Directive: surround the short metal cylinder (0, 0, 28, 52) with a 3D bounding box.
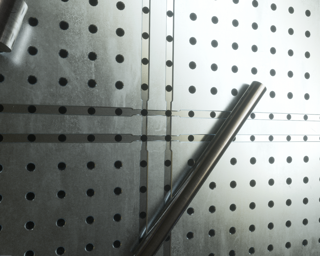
[{"bbox_3d":[-0.185,-0.118,0.315,0.080,0.080,0.050,19,84,-19],"label":"short metal cylinder"}]

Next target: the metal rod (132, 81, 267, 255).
[{"bbox_3d":[0.062,0.055,0.435,0.025,0.025,0.300,40,77,-16],"label":"metal rod"}]
